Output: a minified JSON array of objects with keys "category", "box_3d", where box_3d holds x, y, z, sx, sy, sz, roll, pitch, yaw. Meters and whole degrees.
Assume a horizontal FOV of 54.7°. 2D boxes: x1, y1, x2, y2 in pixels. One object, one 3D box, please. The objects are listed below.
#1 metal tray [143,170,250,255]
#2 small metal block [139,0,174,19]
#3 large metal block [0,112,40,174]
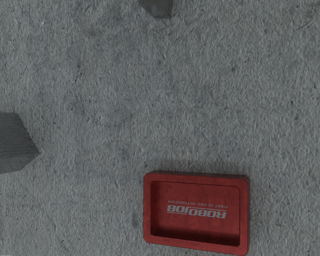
[{"category":"metal tray","box_3d":[0.045,0.103,0.390,0.130,0.030,0.089,0,90,19]},{"category":"small metal block","box_3d":[-0.002,-0.174,0.396,0.025,0.050,0.050,11,94,20]},{"category":"large metal block","box_3d":[-0.244,0.023,0.466,0.050,0.080,0.080,-37,79,16]}]
